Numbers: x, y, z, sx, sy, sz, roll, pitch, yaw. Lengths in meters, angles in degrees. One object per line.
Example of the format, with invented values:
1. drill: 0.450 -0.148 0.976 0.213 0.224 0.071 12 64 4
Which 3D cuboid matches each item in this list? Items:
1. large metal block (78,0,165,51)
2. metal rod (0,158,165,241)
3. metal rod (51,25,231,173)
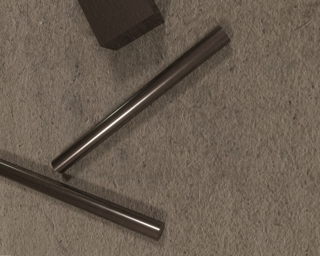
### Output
1. large metal block: -0.052 -0.159 0.408 0.080 0.050 0.080 -26 90 17
2. metal rod: -0.136 0.097 0.455 0.301 0.025 0.025 16 95 18
3. metal rod: -0.036 -0.030 0.420 0.300 0.025 0.025 -37 79 16
